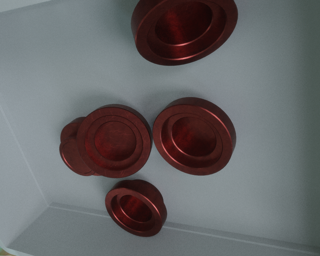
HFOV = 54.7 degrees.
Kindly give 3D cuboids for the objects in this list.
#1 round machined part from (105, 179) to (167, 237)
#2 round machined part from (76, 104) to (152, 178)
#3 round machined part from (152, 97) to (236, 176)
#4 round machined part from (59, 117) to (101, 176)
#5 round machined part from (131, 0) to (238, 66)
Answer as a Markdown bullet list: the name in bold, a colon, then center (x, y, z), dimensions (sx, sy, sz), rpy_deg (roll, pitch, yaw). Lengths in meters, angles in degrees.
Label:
- **round machined part**: center (-0.033, 0.121, 0.488), dimensions (0.098, 0.042, 0.097), rpy_deg (13, 124, 20)
- **round machined part**: center (-0.059, 0.015, 0.420), dimensions (0.099, 0.042, 0.097), rpy_deg (1, 105, 4)
- **round machined part**: center (0.044, 0.007, 0.378), dimensions (0.098, 0.042, 0.097), rpy_deg (13, 124, 20)
- **round machined part**: center (-0.115, 0.035, 0.478), dimensions (0.098, 0.042, 0.097), rpy_deg (13, 124, 20)
- **round machined part**: center (0.020, -0.107, 0.297), dimensions (0.098, 0.099, 0.042), rpy_deg (-36, 59, 38)
